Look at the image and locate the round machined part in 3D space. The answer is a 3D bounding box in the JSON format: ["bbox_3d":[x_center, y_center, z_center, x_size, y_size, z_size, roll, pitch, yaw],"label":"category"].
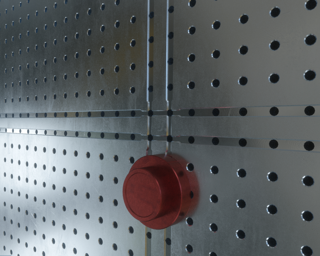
[{"bbox_3d":[-0.011,0.085,0.409,0.098,0.042,0.097,0,90,40],"label":"round machined part"}]
